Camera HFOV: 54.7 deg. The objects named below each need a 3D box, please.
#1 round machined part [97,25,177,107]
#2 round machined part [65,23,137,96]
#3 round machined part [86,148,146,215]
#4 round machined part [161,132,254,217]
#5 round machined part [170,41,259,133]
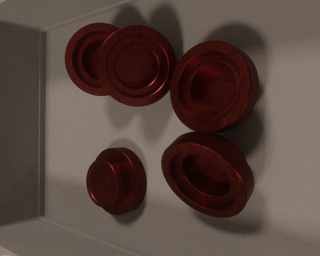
[{"bbox_3d":[-0.031,-0.078,0.396,0.042,0.099,0.097,-141,60,-71],"label":"round machined part"},{"bbox_3d":[-0.079,-0.095,0.438,0.099,0.042,0.097,0,98,3],"label":"round machined part"},{"bbox_3d":[-0.070,0.078,0.451,0.098,0.042,0.097,0,90,39],"label":"round machined part"},{"bbox_3d":[0.054,0.045,0.332,0.098,0.042,0.097,22,134,26],"label":"round machined part"},{"bbox_3d":[0.062,-0.043,0.343,0.098,0.042,0.097,-1,89,39],"label":"round machined part"}]
